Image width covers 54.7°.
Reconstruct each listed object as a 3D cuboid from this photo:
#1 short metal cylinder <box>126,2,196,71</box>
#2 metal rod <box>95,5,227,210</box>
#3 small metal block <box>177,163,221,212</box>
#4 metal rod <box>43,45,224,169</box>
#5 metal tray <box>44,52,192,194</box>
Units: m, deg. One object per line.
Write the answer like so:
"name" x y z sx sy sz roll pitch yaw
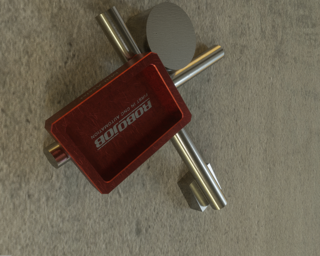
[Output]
"short metal cylinder" -0.001 -0.110 0.390 0.081 0.050 0.079 0 90 -40
"metal rod" 0.014 -0.007 0.388 0.025 0.025 0.299 -47 118 -30
"small metal block" 0.059 0.086 0.458 0.050 0.025 0.050 -41 115 -32
"metal rod" -0.011 -0.044 0.399 0.302 0.025 0.025 -37 113 -34
"metal tray" -0.037 -0.007 0.323 0.131 0.030 0.090 -41 115 -20
